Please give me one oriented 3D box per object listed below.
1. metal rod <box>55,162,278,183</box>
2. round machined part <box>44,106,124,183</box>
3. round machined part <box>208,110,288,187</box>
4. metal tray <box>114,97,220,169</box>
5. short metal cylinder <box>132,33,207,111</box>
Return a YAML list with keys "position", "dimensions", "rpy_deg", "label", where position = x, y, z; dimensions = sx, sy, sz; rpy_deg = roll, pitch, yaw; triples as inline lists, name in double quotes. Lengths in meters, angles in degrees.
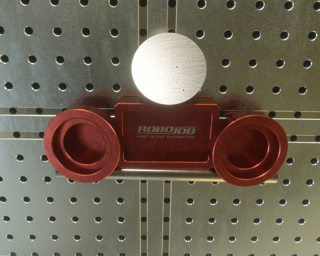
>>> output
- position: [0.010, 0.061, 0.432]
  dimensions: [0.302, 0.025, 0.025]
  rpy_deg: [2, 110, -1]
  label: "metal rod"
- position: [-0.094, 0.018, 0.401]
  dimensions: [0.099, 0.042, 0.097]
  rpy_deg: [2, 108, 7]
  label: "round machined part"
- position: [0.110, 0.024, 0.405]
  dimensions: [0.099, 0.042, 0.097]
  rpy_deg: [-3, 109, -8]
  label: "round machined part"
- position: [0.008, 0.007, 0.408]
  dimensions: [0.131, 0.030, 0.089]
  rpy_deg: [1, 111, -1]
  label: "metal tray"
- position: [0.010, -0.062, 0.358]
  dimensions: [0.081, 0.050, 0.080]
  rpy_deg: [0, 84, 0]
  label: "short metal cylinder"
